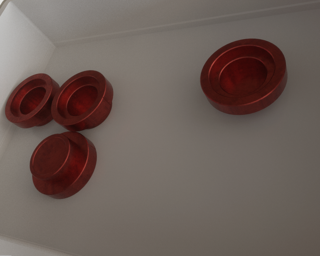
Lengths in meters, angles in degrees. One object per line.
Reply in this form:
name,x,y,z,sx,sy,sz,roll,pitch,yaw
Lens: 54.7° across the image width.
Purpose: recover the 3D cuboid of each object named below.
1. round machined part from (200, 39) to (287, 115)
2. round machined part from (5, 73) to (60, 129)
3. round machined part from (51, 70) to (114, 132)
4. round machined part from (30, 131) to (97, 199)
round machined part,0.102,-0.057,0.376,0.098,0.042,0.098,-13,56,20
round machined part,-0.209,-0.042,0.527,0.098,0.042,0.098,-13,56,20
round machined part,-0.113,-0.037,0.475,0.098,0.042,0.098,-13,56,20
round machined part,-0.143,0.047,0.439,0.098,0.042,0.098,-13,56,20
